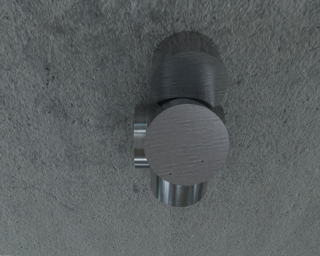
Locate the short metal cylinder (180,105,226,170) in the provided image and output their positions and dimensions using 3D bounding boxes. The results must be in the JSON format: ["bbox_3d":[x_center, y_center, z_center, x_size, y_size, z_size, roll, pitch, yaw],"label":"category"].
[{"bbox_3d":[0.048,0.011,0.382,0.050,0.080,0.079,1,130,0],"label":"short metal cylinder"}]

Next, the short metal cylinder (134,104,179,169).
[{"bbox_3d":[-0.004,0.010,0.382,0.050,0.080,0.079,0,130,-1],"label":"short metal cylinder"}]

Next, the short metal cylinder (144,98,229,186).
[{"bbox_3d":[0.025,0.012,0.316,0.081,0.050,0.079,0,102,-1],"label":"short metal cylinder"}]

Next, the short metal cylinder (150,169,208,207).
[{"bbox_3d":[0.027,0.060,0.425,0.081,0.080,0.050,0,130,-1],"label":"short metal cylinder"}]

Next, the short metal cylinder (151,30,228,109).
[{"bbox_3d":[0.031,-0.060,0.343,0.081,0.050,0.079,0,130,0],"label":"short metal cylinder"}]
